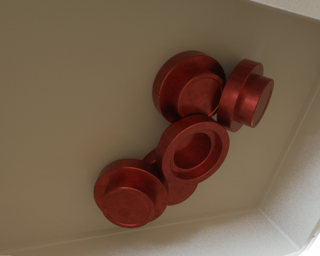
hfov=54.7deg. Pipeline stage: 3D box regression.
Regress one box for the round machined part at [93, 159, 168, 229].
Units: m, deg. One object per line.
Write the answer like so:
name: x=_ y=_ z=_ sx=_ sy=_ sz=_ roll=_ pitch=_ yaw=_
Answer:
round machined part: x=-0.039 y=0.092 z=0.405 sx=0.099 sy=0.042 sz=0.097 roll=2 pitch=118 yaw=4

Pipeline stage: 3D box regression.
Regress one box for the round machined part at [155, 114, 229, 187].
round machined part: x=0.038 y=0.025 z=0.406 sx=0.099 sy=0.042 sz=0.097 roll=-14 pitch=125 yaw=-21

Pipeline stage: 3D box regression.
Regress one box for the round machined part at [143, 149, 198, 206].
round machined part: x=0.017 y=0.074 z=0.453 sx=0.099 sy=0.042 sz=0.097 roll=-14 pitch=125 yaw=-21

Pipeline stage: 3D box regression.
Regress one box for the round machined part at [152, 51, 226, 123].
round machined part: x=0.043 y=-0.044 z=0.393 sx=0.099 sy=0.042 sz=0.097 roll=-14 pitch=125 yaw=-21

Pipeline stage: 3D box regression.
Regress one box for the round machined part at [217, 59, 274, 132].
round machined part: x=0.117 y=-0.039 z=0.410 sx=0.099 sy=0.042 sz=0.097 roll=-43 pitch=146 yaw=-38
